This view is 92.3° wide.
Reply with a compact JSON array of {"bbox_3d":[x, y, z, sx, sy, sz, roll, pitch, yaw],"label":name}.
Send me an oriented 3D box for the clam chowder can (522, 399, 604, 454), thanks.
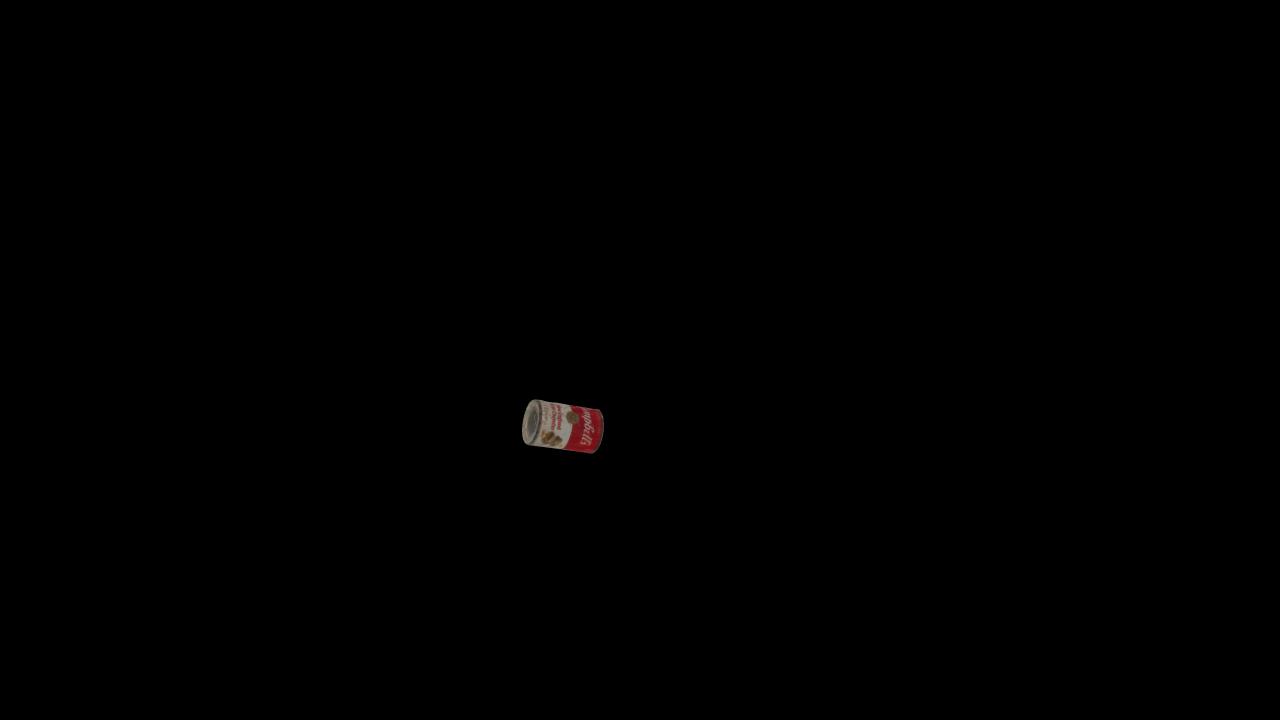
[{"bbox_3d":[-0.113,0.097,0.895,0.102,0.068,0.068,12,-6,-28],"label":"clam chowder can"}]
